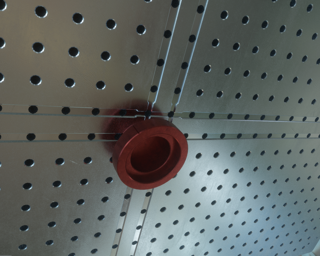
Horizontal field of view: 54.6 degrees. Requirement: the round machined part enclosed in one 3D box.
[{"bbox_3d":[-0.016,0.030,0.409,0.099,0.042,0.097,-14,124,-21],"label":"round machined part"}]
